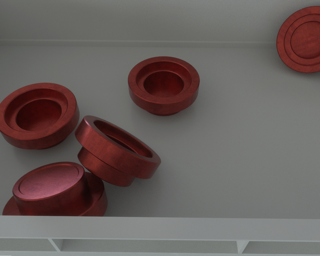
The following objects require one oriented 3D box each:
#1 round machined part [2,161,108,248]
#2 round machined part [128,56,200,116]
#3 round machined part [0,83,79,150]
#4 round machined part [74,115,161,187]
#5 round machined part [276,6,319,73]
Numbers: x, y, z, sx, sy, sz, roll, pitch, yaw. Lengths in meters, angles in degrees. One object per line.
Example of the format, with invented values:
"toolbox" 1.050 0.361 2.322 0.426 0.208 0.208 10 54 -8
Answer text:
"round machined part" -0.105 0.068 0.310 0.099 0.042 0.098 -6 23 3
"round machined part" 0.005 -0.055 0.440 0.099 0.042 0.098 0 50 0
"round machined part" -0.154 -0.011 0.402 0.099 0.042 0.098 0 50 0
"round machined part" -0.051 0.029 0.346 0.098 0.098 0.042 35 97 26
"round machined part" 0.234 -0.138 0.484 0.098 0.097 0.042 17 21 14
